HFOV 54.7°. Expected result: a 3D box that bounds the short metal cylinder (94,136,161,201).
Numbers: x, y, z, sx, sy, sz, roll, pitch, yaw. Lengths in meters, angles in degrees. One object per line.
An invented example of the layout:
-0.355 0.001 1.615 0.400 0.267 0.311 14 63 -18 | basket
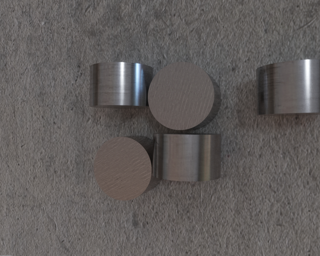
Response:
-0.039 0.050 0.409 0.080 0.050 0.080 0 90 20 | short metal cylinder

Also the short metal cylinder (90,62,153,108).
-0.049 -0.052 0.397 0.080 0.080 0.050 1 90 20 | short metal cylinder

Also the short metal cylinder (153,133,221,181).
0.032 0.031 0.368 0.080 0.080 0.050 1 91 20 | short metal cylinder

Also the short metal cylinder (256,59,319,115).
0.144 -0.039 0.329 0.080 0.080 0.050 -1 90 20 | short metal cylinder

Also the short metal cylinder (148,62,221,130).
0.032 -0.037 0.384 0.080 0.050 0.080 0 90 20 | short metal cylinder
